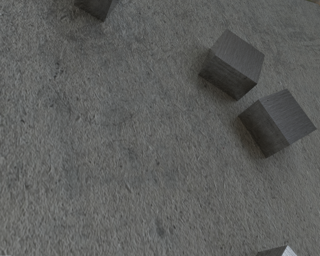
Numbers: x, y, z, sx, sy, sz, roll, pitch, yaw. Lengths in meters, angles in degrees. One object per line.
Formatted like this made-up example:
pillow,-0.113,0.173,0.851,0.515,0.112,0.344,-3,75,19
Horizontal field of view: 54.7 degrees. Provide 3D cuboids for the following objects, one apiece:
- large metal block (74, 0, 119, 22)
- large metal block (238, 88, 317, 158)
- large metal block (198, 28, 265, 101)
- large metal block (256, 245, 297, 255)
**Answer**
large metal block,-0.079,-0.221,0.460,0.050,0.080,0.080,28,52,-11
large metal block,0.186,-0.009,0.493,0.081,0.050,0.080,-20,72,-35
large metal block,0.121,-0.106,0.517,0.080,0.050,0.080,32,52,-8
large metal block,0.135,0.193,0.343,0.080,0.050,0.081,49,51,6
